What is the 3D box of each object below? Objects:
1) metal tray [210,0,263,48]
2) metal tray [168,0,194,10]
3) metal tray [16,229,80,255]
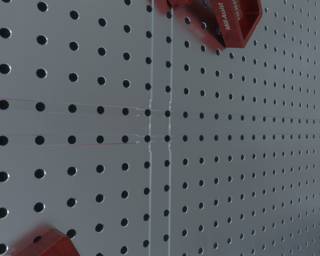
[{"bbox_3d":[0.118,-0.201,0.479,0.090,0.030,0.130,-58,139,-22],"label":"metal tray"},{"bbox_3d":[0.040,-0.243,0.437,0.090,0.030,0.130,50,60,-28],"label":"metal tray"},{"bbox_3d":[-0.130,0.175,0.297,0.131,0.030,0.090,-35,112,-34],"label":"metal tray"}]
